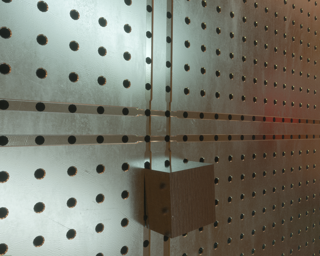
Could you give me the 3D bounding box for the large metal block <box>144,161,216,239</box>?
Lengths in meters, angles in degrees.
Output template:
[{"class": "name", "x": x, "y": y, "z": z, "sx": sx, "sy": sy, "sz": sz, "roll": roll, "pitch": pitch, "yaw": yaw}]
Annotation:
[{"class": "large metal block", "x": 0.028, "y": 0.091, "z": 0.415, "sx": 0.081, "sy": 0.050, "sz": 0.080, "roll": -4, "pitch": 93, "yaw": -40}]
